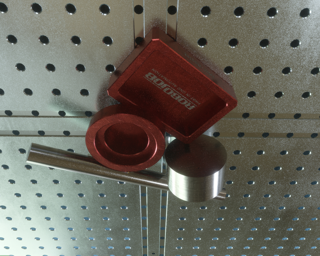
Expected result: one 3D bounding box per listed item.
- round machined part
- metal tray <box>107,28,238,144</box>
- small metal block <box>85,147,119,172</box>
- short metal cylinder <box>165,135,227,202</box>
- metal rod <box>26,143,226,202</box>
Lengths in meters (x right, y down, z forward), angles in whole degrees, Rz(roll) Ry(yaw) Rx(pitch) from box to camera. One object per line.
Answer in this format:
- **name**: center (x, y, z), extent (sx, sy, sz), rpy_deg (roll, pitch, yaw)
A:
- **round machined part**: center (-0.042, 0.008, 0.396), extent (0.099, 0.042, 0.097), rpy_deg (1, 130, 1)
- **metal tray**: center (0.016, -0.044, 0.370), extent (0.130, 0.030, 0.090), rpy_deg (33, 122, -25)
- **small metal block**: center (-0.076, 0.036, 0.441), extent (0.050, 0.025, 0.050), rpy_deg (22, 127, -18)
- **short metal cylinder**: center (0.048, 0.053, 0.419), extent (0.080, 0.080, 0.050), rpy_deg (-3, 130, 2)
- **metal rod**: center (-0.030, 0.069, 0.444), extent (0.302, 0.025, 0.025), rpy_deg (17, 129, -25)
